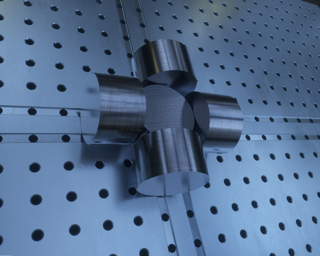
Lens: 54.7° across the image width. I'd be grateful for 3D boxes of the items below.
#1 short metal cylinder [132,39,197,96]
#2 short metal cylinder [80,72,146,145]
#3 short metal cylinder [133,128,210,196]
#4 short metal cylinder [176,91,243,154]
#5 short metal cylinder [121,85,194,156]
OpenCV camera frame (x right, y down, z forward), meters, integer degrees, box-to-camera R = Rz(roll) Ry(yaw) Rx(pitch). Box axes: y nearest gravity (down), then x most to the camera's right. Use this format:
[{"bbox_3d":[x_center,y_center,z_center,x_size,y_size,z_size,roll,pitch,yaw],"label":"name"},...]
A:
[{"bbox_3d":[0.005,-0.073,0.419,0.081,0.080,0.050,3,60,-27],"label":"short metal cylinder"},{"bbox_3d":[-0.056,-0.021,0.355,0.050,0.080,0.080,2,61,-28],"label":"short metal cylinder"},{"bbox_3d":[0.012,0.041,0.353,0.081,0.080,0.050,6,59,-25],"label":"short metal cylinder"},{"bbox_3d":[0.063,-0.006,0.411,0.050,0.080,0.080,4,60,-27],"label":"short metal cylinder"},{"bbox_3d":[-0.004,-0.008,0.395,0.081,0.050,0.080,14,55,-22],"label":"short metal cylinder"}]
